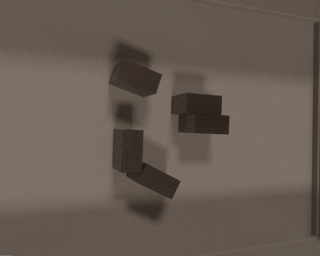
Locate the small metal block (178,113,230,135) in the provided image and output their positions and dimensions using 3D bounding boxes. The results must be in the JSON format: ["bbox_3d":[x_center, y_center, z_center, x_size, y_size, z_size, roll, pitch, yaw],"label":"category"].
[{"bbox_3d":[0.058,-0.005,0.420,0.050,0.050,0.025,3,90,-20],"label":"small metal block"}]

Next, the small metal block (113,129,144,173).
[{"bbox_3d":[-0.041,0.027,0.383,0.025,0.050,0.050,2,90,-20],"label":"small metal block"}]

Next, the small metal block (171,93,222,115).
[{"bbox_3d":[0.048,-0.030,0.416,0.050,0.050,0.025,3,89,-20],"label":"small metal block"}]

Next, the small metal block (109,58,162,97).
[{"bbox_3d":[-0.032,-0.061,0.386,0.050,0.050,0.025,20,84,-19],"label":"small metal block"}]

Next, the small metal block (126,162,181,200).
[{"bbox_3d":[-0.009,0.065,0.395,0.050,0.050,0.025,30,80,-18],"label":"small metal block"}]
